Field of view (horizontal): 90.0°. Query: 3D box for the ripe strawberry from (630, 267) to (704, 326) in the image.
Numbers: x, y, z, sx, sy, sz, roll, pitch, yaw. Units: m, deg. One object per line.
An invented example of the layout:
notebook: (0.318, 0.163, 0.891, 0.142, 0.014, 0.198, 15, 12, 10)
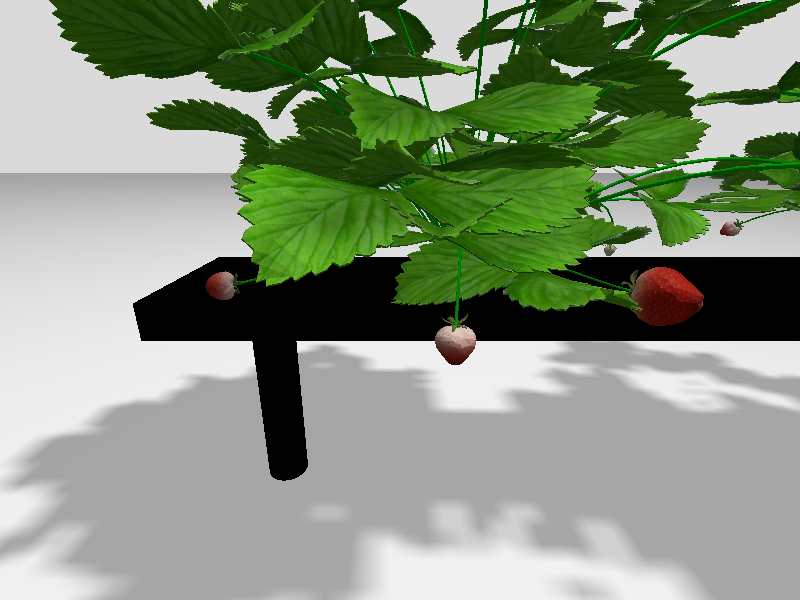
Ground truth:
ripe strawberry: (0.165, -0.001, 0.248, 0.035, 0.037, 0.037, -18, 26, -41)

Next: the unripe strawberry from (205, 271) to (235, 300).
unripe strawberry: (-0.130, -0.010, 0.290, 0.020, 0.021, 0.018, -8, 21, -20)

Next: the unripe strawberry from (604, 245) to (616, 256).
unripe strawberry: (0.219, -0.051, 0.418, 0.011, 0.012, 0.011, -7, 21, -19)

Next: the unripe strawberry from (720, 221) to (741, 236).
unripe strawberry: (0.436, -0.093, 0.529, 0.023, 0.020, 0.021, -7, -15, -20)

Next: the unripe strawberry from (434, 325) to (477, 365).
unripe strawberry: (0.028, 0.023, 0.202, 0.021, 0.021, 0.018, 3, 16, 9)
